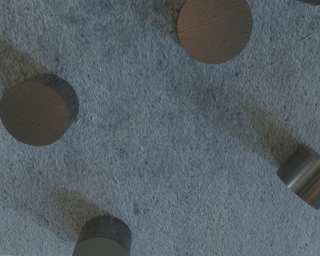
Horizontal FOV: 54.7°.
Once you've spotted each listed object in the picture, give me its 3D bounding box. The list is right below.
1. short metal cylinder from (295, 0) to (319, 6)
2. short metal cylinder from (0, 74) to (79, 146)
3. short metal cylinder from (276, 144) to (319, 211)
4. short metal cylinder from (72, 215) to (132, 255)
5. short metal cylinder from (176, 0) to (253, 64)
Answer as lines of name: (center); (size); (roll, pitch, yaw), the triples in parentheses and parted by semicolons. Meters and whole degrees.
short metal cylinder: (0.154, -0.174, 0.318); (0.050, 0.080, 0.079); (14, 110, -5)
short metal cylinder: (-0.148, -0.024, 0.386); (0.081, 0.050, 0.079); (0, 110, 0)
short metal cylinder: (0.203, 0.065, 0.406); (0.080, 0.080, 0.050); (32, 107, -11)
short metal cylinder: (-0.084, 0.179, 0.462); (0.081, 0.050, 0.079); (0, 110, 0)
short metal cylinder: (0.059, -0.117, 0.354); (0.081, 0.050, 0.079); (0, 110, 0)
